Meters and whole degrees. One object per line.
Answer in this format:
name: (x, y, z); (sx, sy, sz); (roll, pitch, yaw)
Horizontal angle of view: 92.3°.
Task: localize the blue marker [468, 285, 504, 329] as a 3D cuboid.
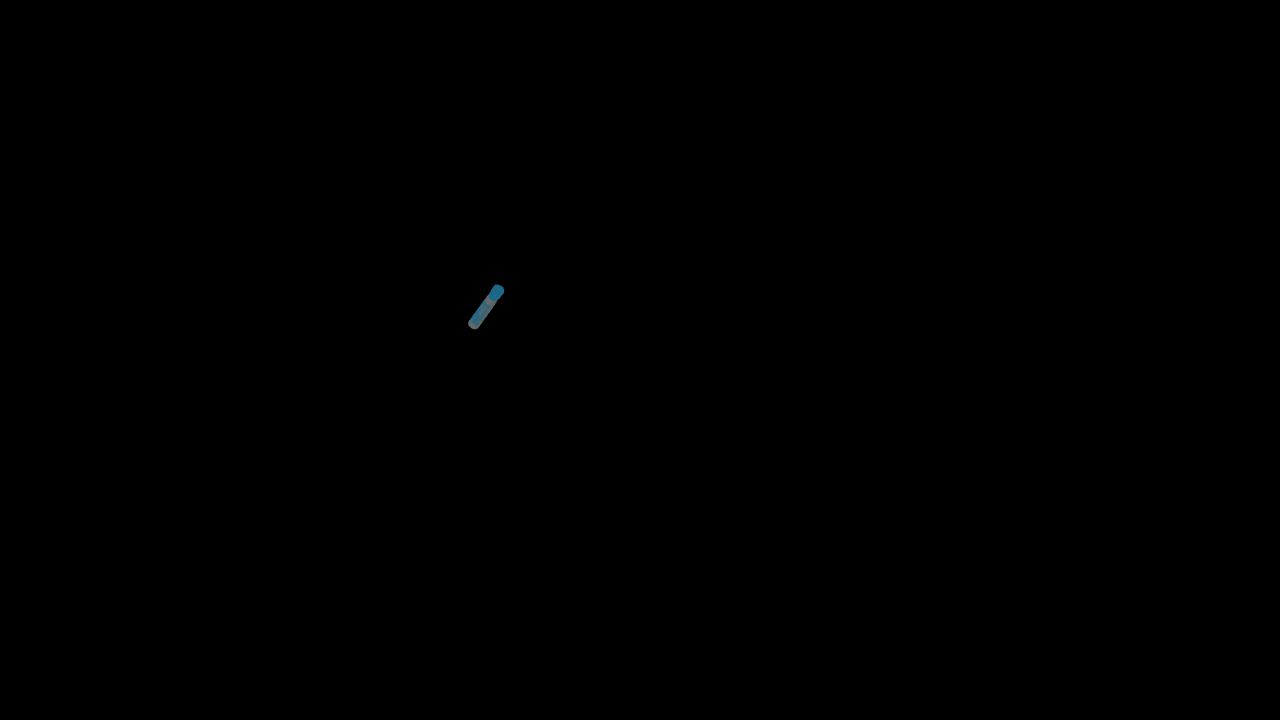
blue marker: (-0.245, -0.084, 0.978); (0.020, 0.020, 0.121); (0, -25, -36)
